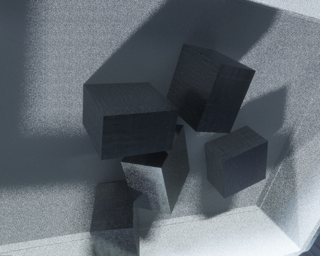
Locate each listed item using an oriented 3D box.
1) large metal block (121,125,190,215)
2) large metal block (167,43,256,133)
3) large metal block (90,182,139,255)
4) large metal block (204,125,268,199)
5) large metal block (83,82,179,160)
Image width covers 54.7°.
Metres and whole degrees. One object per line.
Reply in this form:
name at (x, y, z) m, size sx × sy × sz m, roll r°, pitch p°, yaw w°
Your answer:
large metal block at (-0.001, 0.049, 0.397) m, size 0.080 × 0.050 × 0.080 m, roll -59°, pitch 147°, yaw -46°
large metal block at (0.056, -0.049, 0.376) m, size 0.050 × 0.080 × 0.079 m, roll 3°, pitch 117°, yaw -30°
large metal block at (-0.056, 0.130, 0.416) m, size 0.050 × 0.080 × 0.079 m, roll -5°, pitch 123°, yaw -1°
large metal block at (0.121, 0.054, 0.495) m, size 0.081 × 0.050 × 0.080 m, roll -22°, pitch 127°, yaw -16°
large metal block at (-0.037, -0.012, 0.347) m, size 0.081 × 0.080 × 0.050 m, roll -6°, pitch 121°, yaw -26°
